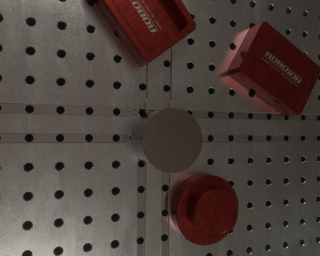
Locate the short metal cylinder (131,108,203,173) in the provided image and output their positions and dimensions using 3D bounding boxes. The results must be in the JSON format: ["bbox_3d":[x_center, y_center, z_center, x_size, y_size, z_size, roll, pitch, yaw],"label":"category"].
[{"bbox_3d":[0.008,0.015,0.403,0.081,0.050,0.079,0,90,-21],"label":"short metal cylinder"}]

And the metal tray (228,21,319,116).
[{"bbox_3d":[0.179,-0.088,0.478,0.130,0.030,0.090,31,80,-18],"label":"metal tray"}]

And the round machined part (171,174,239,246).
[{"bbox_3d":[0.068,0.115,0.430,0.099,0.042,0.097,0,90,-21],"label":"round machined part"}]

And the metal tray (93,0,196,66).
[{"bbox_3d":[-0.024,-0.159,0.401,0.090,0.030,0.130,-39,103,-16],"label":"metal tray"}]
